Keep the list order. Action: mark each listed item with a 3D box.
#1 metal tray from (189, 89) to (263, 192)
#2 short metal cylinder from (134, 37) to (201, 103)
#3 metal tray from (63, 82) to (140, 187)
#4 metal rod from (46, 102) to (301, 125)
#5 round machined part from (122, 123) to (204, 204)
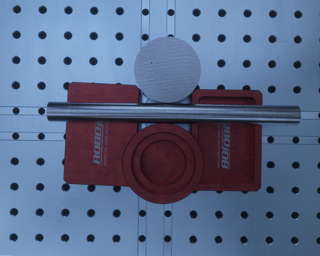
[{"bbox_3d":[0.084,0.016,0.407,0.091,0.030,0.129,1,90,0],"label":"metal tray"},{"bbox_3d":[0.009,-0.070,0.397,0.081,0.050,0.079,0,90,0],"label":"short metal cylinder"},{"bbox_3d":[-0.074,0.008,0.405,0.091,0.030,0.129,3,90,0],"label":"metal tray"},{"bbox_3d":[0.017,-0.018,0.379,0.302,0.025,0.025,1,90,-1],"label":"metal rod"},{"bbox_3d":[0.004,0.043,0.392,0.099,0.042,0.097,0,90,0],"label":"round machined part"}]
